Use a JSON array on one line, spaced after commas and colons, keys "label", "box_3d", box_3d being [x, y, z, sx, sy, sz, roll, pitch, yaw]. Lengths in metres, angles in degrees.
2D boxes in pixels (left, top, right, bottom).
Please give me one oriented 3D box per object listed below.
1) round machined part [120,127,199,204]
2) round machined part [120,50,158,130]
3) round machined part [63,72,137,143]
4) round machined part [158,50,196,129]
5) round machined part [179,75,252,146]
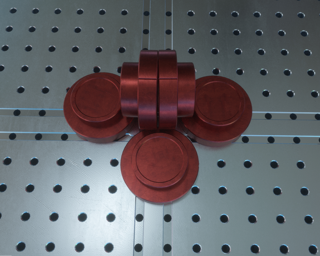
[{"label": "round machined part", "box_3d": [0.000, 0.044, 0.386, 0.099, 0.042, 0.098, 0, 70, -1]}, {"label": "round machined part", "box_3d": [-0.024, -0.047, 0.383, 0.042, 0.098, 0.098, 1, 70, 0]}, {"label": "round machined part", "box_3d": [-0.080, -0.032, 0.413, 0.099, 0.042, 0.098, 0, 70, -1]}, {"label": "round machined part", "box_3d": [0.020, -0.047, 0.385, 0.042, 0.098, 0.098, -1, 70, -1]}, {"label": "round machined part", "box_3d": [0.074, -0.028, 0.413, 0.099, 0.042, 0.098, 0, 70, -1]}]
